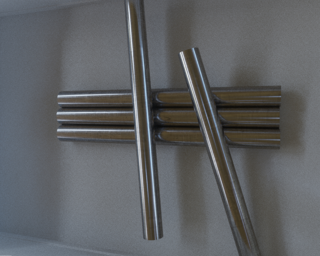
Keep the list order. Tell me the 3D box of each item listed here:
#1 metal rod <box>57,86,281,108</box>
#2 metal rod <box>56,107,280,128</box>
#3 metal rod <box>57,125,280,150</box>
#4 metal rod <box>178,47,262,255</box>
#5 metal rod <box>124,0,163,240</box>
[{"bbox_3d":[-0.002,-0.040,0.409,0.301,0.025,0.025,1,91,19],"label":"metal rod"},{"bbox_3d":[-0.003,-0.015,0.409,0.301,0.025,0.025,1,91,19],"label":"metal rod"},{"bbox_3d":[-0.003,0.010,0.409,0.301,0.025,0.025,1,91,19],"label":"metal rod"},{"bbox_3d":[0.076,0.054,0.360,0.025,0.025,0.298,-17,91,19],"label":"metal rod"},{"bbox_3d":[-0.021,-0.013,0.389,0.025,0.025,0.298,-5,88,19],"label":"metal rod"}]
